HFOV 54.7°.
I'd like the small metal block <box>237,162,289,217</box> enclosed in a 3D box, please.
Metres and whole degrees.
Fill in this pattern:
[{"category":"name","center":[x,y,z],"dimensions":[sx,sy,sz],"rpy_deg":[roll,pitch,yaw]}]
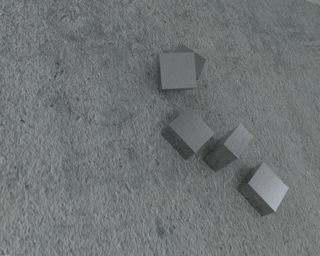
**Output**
[{"category":"small metal block","center":[0.143,0.084,0.429],"dimensions":[0.050,0.025,0.050],"rpy_deg":[47,51,5]}]

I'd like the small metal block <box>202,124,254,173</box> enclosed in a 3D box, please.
[{"category":"small metal block","center":[0.092,0.027,0.420],"dimensions":[0.025,0.050,0.050],"rpy_deg":[45,51,3]}]

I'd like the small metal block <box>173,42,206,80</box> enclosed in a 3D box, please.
[{"category":"small metal block","center":[0.039,-0.098,0.484],"dimensions":[0.050,0.025,0.050],"rpy_deg":[31,52,-9]}]

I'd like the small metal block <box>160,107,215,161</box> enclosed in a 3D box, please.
[{"category":"small metal block","center":[0.038,0.007,0.419],"dimensions":[0.050,0.025,0.050],"rpy_deg":[47,51,4]}]

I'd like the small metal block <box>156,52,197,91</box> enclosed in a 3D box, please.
[{"category":"small metal block","center":[0.023,-0.080,0.444],"dimensions":[0.050,0.025,0.050],"rpy_deg":[-5,89,-11]}]
